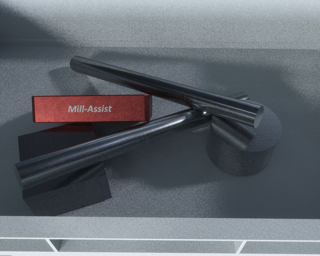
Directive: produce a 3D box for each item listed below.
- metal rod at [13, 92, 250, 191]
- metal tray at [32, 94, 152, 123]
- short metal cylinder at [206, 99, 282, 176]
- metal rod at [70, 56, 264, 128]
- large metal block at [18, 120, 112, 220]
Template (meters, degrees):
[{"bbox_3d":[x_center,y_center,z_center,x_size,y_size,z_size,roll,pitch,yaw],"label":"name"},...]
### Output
[{"bbox_3d":[-0.004,0.002,0.353,0.302,0.025,0.025,-19,52,-33],"label":"metal rod"},{"bbox_3d":[-0.077,-0.026,0.385,0.131,0.030,0.090,-1,6,1],"label":"metal tray"},{"bbox_3d":[0.100,0.011,0.378,0.081,0.050,0.080,0,50,0],"label":"short metal cylinder"},{"bbox_3d":[-0.013,-0.057,0.413,0.300,0.025,0.025,21,52,31],"label":"metal rod"},{"bbox_3d":[-0.105,0.044,0.345,0.081,0.050,0.080,-15,52,-13],"label":"large metal block"}]
